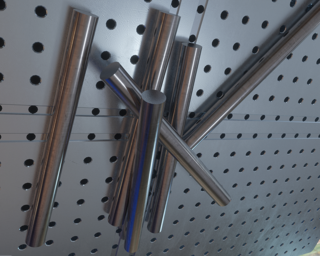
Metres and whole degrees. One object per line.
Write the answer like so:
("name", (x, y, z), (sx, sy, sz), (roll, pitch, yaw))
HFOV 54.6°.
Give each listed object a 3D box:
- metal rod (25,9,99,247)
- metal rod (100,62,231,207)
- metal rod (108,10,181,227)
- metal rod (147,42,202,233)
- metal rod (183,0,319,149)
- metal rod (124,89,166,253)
("metal rod", (-0.119, 0.019, 0.357), (0.025, 0.025, 0.298), (6, 115, -31))
("metal rod", (0.026, 0.029, 0.408), (0.025, 0.025, 0.300), (-41, 129, 0))
("metal rod", (-0.027, 0.006, 0.399), (0.025, 0.025, 0.298), (2, 118, -29))
("metal rod", (0.015, 0.032, 0.437), (0.025, 0.025, 0.298), (-4, 120, -26))
("metal rod", (0.141, -0.080, 0.437), (0.300, 0.025, 0.025), (-45, 129, 3))
("metal rod", (-0.026, 0.080, 0.408), (0.025, 0.025, 0.298), (-11, 135, -23))
